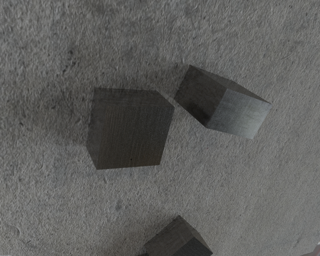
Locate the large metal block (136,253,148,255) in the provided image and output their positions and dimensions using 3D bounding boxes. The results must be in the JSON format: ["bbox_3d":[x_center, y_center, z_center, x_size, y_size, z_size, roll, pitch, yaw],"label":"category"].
[{"bbox_3d":[-0.031,0.276,0.525,0.050,0.080,0.079,-3,120,-27],"label":"large metal block"}]

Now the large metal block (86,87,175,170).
[{"bbox_3d":[-0.038,0.000,0.370,0.081,0.050,0.079,-1,119,-28],"label":"large metal block"}]

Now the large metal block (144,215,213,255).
[{"bbox_3d":[0.033,0.211,0.539,0.080,0.050,0.080,-40,129,-1],"label":"large metal block"}]

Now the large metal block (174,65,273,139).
[{"bbox_3d":[0.078,-0.033,0.393,0.081,0.080,0.050,12,112,-34],"label":"large metal block"}]
